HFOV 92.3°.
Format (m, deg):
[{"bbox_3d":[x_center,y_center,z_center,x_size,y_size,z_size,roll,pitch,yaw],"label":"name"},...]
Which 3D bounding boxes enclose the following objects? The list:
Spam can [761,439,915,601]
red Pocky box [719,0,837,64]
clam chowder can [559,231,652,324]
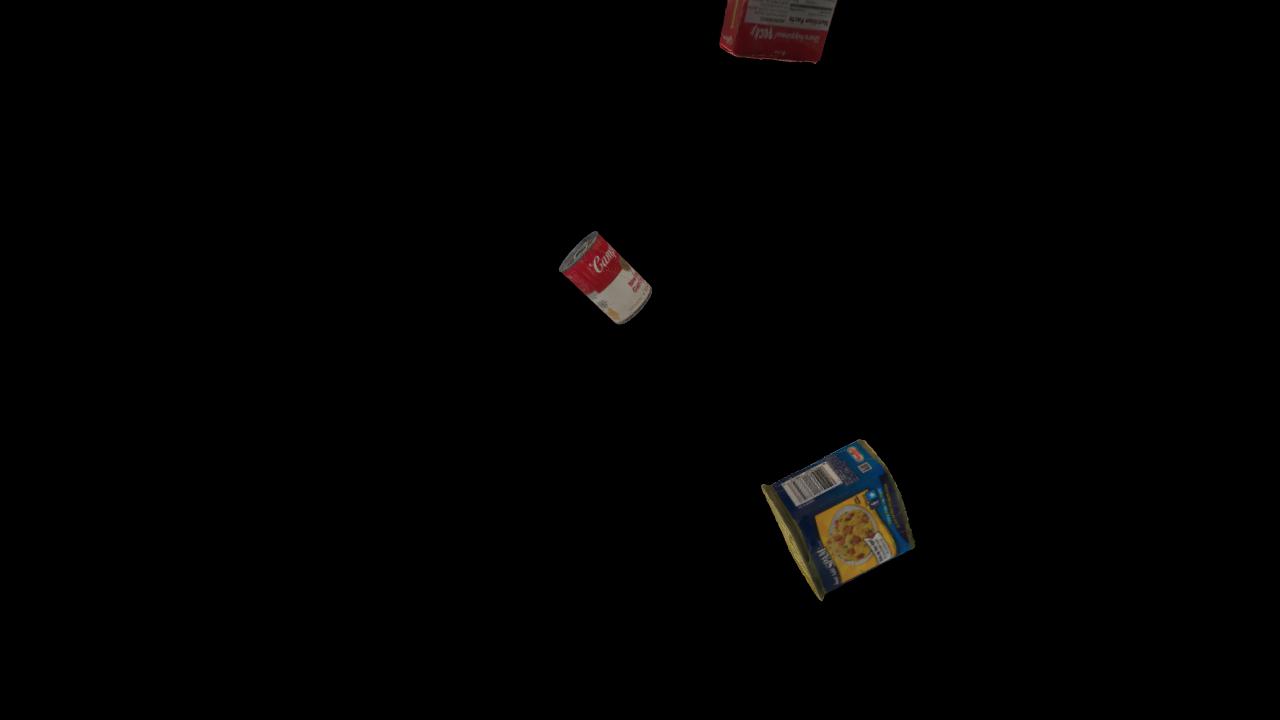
[{"bbox_3d":[0.152,0.121,0.469,0.085,0.101,0.058,-28,30,0],"label":"Spam can"},{"bbox_3d":[0.111,-0.295,0.430,0.083,0.155,0.028,-8,40,-24],"label":"red Pocky box"},{"bbox_3d":[-0.042,-0.101,0.769,0.102,0.068,0.068,44,-19,-21],"label":"clam chowder can"}]
